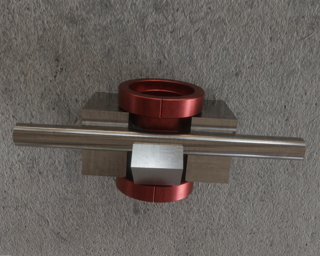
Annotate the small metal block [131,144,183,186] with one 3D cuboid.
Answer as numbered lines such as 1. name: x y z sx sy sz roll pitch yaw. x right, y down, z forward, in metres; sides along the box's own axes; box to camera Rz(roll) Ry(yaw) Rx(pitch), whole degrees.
1. small metal block: -0.002 0.040 0.326 0.050 0.025 0.050 2 151 1

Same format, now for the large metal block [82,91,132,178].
1. large metal block: -0.062 0.005 0.383 0.050 0.080 0.079 4 110 -2

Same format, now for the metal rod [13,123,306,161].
1. metal rod: 0.001 0.015 0.331 0.302 0.025 0.025 3 110 -2

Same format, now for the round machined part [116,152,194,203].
1. round machined part: -0.005 0.051 0.391 0.099 0.098 0.042 4 105 -2

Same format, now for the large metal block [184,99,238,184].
1. large metal block: 0.057 0.013 0.387 0.050 0.080 0.079 4 110 -1

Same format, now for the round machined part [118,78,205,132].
1. round machined part: 0.001 -0.027 0.362 0.099 0.098 0.042 4 111 -2
